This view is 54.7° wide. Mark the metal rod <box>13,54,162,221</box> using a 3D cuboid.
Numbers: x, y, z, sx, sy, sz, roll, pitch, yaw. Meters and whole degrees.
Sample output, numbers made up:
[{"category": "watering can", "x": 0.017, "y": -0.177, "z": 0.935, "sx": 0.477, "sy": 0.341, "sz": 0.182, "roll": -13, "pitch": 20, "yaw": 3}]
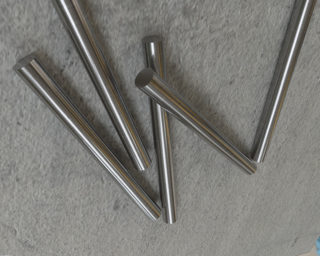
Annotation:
[{"category": "metal rod", "x": -0.070, "y": 0.035, "z": 0.391, "sx": 0.025, "sy": 0.025, "sz": 0.299, "roll": -36, "pitch": 130, "yaw": -5}]

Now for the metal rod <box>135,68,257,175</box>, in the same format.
[{"category": "metal rod", "x": 0.070, "y": 0.008, "z": 0.432, "sx": 0.025, "sy": 0.025, "sz": 0.301, "roll": -49, "pitch": 135, "yaw": 6}]

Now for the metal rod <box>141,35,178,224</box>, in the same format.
[{"category": "metal rod", "x": 0.004, "y": 0.025, "z": 0.425, "sx": 0.025, "sy": 0.025, "sz": 0.298, "roll": -19, "pitch": 126, "yaw": -18}]

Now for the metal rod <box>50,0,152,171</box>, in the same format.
[{"category": "metal rod", "x": -0.066, "y": -0.061, "z": 0.333, "sx": 0.025, "sy": 0.025, "sz": 0.299, "roll": -29, "pitch": 129, "yaw": -10}]

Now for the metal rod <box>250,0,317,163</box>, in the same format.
[{"category": "metal rod", "x": 0.183, "y": -0.077, "z": 0.461, "sx": 0.025, "sy": 0.025, "sz": 0.298, "roll": -8, "pitch": 122, "yaw": -25}]
